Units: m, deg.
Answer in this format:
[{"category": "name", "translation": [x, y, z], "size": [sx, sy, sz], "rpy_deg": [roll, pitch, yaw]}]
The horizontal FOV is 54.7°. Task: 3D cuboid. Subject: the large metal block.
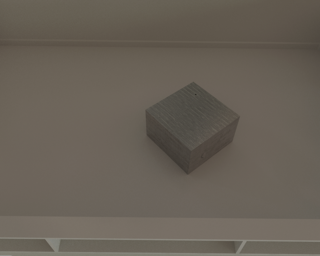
[{"category": "large metal block", "translation": [0.039, -0.002, 0.391], "size": [0.081, 0.050, 0.080], "rpy_deg": [-33, 58, -25]}]
